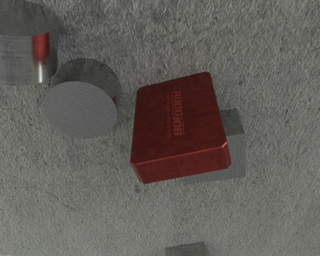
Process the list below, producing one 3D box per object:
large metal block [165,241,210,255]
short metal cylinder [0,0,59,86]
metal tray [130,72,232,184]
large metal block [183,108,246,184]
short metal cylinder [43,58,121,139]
[{"bbox_3d":[0.061,0.280,0.630,0.080,0.050,0.080,-13,129,10],"label":"large metal block"},{"bbox_3d":[-0.140,-0.084,0.298,0.081,0.080,0.050,10,129,-9],"label":"short metal cylinder"},{"bbox_3d":[0.019,-0.006,0.333,0.090,0.130,0.030,-12,129,10],"label":"metal tray"},{"bbox_3d":[0.068,0.026,0.414,0.080,0.050,0.080,-8,130,7],"label":"large metal block"},{"bbox_3d":[-0.088,-0.034,0.361,0.081,0.050,0.079,0,130,0],"label":"short metal cylinder"}]
